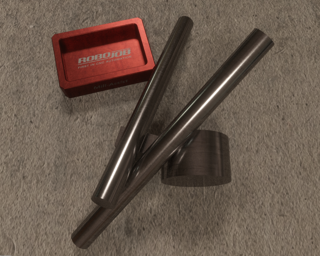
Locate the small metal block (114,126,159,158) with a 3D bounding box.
[{"bbox_3d":[-0.026,0.024,0.386,0.050,0.050,0.025,15,71,5],"label":"small metal block"}]

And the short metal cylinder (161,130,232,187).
[{"bbox_3d":[0.042,0.038,0.365,0.081,0.080,0.050,0,70,0],"label":"short metal cylinder"}]

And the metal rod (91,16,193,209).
[{"bbox_3d":[-0.008,-0.043,0.384,0.025,0.025,0.300,18,56,6],"label":"metal rod"}]

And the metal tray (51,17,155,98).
[{"bbox_3d":[-0.079,-0.101,0.441,0.131,0.030,0.090,-14,71,-6],"label":"metal tray"}]

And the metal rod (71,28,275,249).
[{"bbox_3d":[0.004,0.021,0.331,0.025,0.025,0.299,44,102,14],"label":"metal rod"}]
